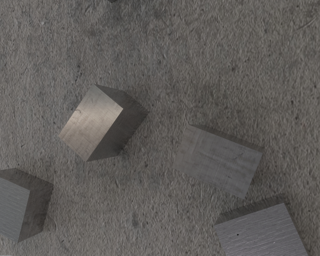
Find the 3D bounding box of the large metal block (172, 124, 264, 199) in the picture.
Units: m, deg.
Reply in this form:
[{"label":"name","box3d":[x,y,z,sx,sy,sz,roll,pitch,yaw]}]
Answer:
[{"label":"large metal block","box3d":[0.070,0.033,0.355,0.080,0.080,0.050,22,98,18]}]

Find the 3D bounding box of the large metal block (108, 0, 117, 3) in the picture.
[{"label":"large metal block","box3d":[-0.053,-0.230,0.415,0.080,0.050,0.080,-18,84,19]}]

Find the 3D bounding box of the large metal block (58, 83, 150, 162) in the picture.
[{"label":"large metal block","box3d":[-0.070,-0.006,0.404,0.050,0.080,0.080,40,103,15]}]

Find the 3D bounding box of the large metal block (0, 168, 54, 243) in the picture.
[{"label":"large metal block","box3d":[-0.220,0.115,0.473,0.080,0.050,0.080,17,96,19]}]

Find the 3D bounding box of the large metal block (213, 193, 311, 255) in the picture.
[{"label":"large metal block","box3d":[0.119,0.130,0.354,0.080,0.050,0.080,-25,82,18]}]
